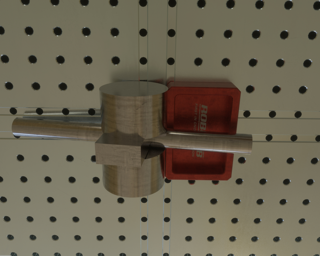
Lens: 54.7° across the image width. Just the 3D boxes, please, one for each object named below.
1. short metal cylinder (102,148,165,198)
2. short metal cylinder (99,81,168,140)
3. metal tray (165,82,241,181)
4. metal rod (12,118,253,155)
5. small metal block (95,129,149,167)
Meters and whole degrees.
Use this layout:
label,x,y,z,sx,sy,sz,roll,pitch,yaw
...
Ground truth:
label,x,y,z,sx,sy,sz,roll,pitch,yaw
short metal cylinder,-0.034,0.046,0.400,0.081,0.080,0.050,1,110,-1
short metal cylinder,-0.031,-0.024,0.373,0.081,0.080,0.050,1,110,-1
metal tray,0.053,0.006,0.413,0.091,0.030,0.129,1,110,-1
metal rod,-0.040,0.009,0.391,0.302,0.025,0.025,4,110,7
small metal block,-0.042,0.021,0.356,0.050,0.050,0.025,4,110,7
